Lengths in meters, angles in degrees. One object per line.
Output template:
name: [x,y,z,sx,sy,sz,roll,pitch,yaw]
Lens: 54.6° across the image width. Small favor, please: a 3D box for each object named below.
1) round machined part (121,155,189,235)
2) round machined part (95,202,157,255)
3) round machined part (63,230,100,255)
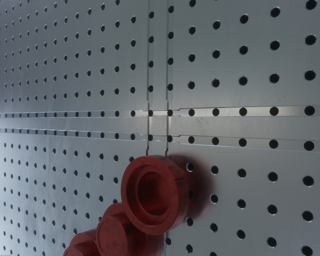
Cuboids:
round machined part: [-0.002,0.083,0.401,0.098,0.042,0.097,0,90,40]
round machined part: [-0.055,0.157,0.445,0.098,0.042,0.097,0,90,40]
round machined part: [-0.121,0.219,0.500,0.098,0.042,0.097,0,90,40]
